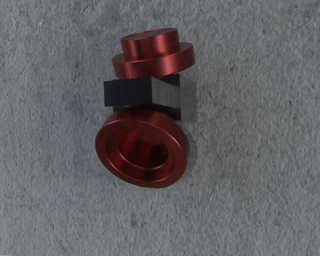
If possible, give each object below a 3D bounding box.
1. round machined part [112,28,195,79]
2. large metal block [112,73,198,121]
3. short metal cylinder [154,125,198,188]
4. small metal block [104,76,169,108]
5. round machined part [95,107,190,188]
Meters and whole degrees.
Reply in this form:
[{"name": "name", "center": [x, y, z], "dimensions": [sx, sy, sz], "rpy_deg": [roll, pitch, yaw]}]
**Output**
[{"name": "round machined part", "center": [-0.010, -0.092, 0.370], "dimensions": [0.098, 0.098, 0.042], "rpy_deg": [-2, 114, 19]}, {"name": "large metal block", "center": [-0.003, -0.032, 0.380], "dimensions": [0.080, 0.080, 0.050], "rpy_deg": [-2, 90, 19]}, {"name": "short metal cylinder", "center": [0.003, 0.033, 0.396], "dimensions": [0.080, 0.050, 0.079], "rpy_deg": [0, 90, 19]}, {"name": "small metal block", "center": [-0.023, -0.034, 0.318], "dimensions": [0.050, 0.050, 0.025], "rpy_deg": [-3, 89, 20]}, {"name": "round machined part", "center": [-0.016, 0.017, 0.336], "dimensions": [0.098, 0.042, 0.097], "rpy_deg": [9, 131, 11]}]
